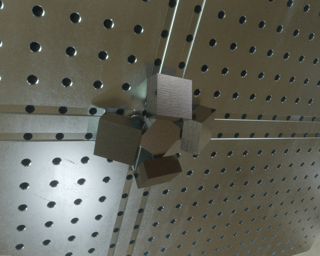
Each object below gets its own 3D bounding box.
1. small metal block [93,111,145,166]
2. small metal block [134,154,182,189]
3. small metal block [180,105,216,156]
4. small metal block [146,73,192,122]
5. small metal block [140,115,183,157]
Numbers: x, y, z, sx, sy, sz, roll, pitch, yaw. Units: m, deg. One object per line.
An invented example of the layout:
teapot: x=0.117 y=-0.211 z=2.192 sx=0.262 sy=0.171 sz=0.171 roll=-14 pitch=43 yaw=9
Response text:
small metal block: x=-0.050 y=0.013 z=0.378 sx=0.050 sy=0.025 sz=0.050 roll=16 pitch=115 yaw=2
small metal block: x=-0.004 y=0.061 z=0.432 sx=0.050 sy=0.025 sz=0.050 roll=-9 pitch=158 yaw=-24
small metal block: x=0.053 y=0.002 z=0.428 sx=0.050 sy=0.025 sz=0.050 roll=-38 pitch=141 yaw=-51
small metal block: x=0.012 y=-0.036 z=0.381 sx=0.050 sy=0.025 sz=0.050 roll=6 pitch=79 yaw=-31
small metal block: x=-0.004 y=0.006 z=0.414 sx=0.050 sy=0.025 sz=0.050 roll=-49 pitch=129 yaw=6
